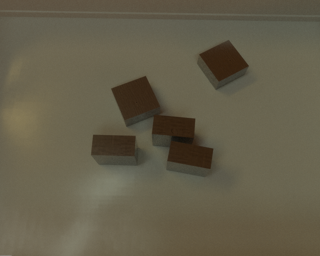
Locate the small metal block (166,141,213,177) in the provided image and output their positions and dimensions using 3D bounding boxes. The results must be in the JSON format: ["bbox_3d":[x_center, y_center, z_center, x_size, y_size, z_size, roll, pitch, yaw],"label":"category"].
[{"bbox_3d":[0.035,0.039,0.382,0.050,0.050,0.025,10,71,3],"label":"small metal block"}]

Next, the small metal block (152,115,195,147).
[{"bbox_3d":[0.017,0.006,0.394,0.050,0.050,0.025,5,70,1],"label":"small metal block"}]

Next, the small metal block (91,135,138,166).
[{"bbox_3d":[-0.054,0.029,0.385,0.050,0.050,0.025,2,70,0],"label":"small metal block"}]

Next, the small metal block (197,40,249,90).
[{"bbox_3d":[0.089,-0.091,0.444,0.050,0.025,0.050,-28,73,-10],"label":"small metal block"}]

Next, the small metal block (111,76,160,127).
[{"bbox_3d":[-0.033,-0.036,0.423,0.050,0.025,0.050,-22,72,-8],"label":"small metal block"}]
